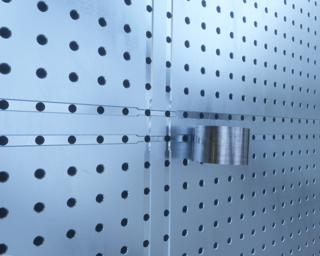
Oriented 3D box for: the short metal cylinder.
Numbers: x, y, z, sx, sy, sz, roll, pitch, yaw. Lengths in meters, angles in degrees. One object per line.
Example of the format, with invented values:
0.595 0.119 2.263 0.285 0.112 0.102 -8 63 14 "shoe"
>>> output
0.087 0.024 0.445 0.081 0.080 0.050 5 87 -40 "short metal cylinder"
